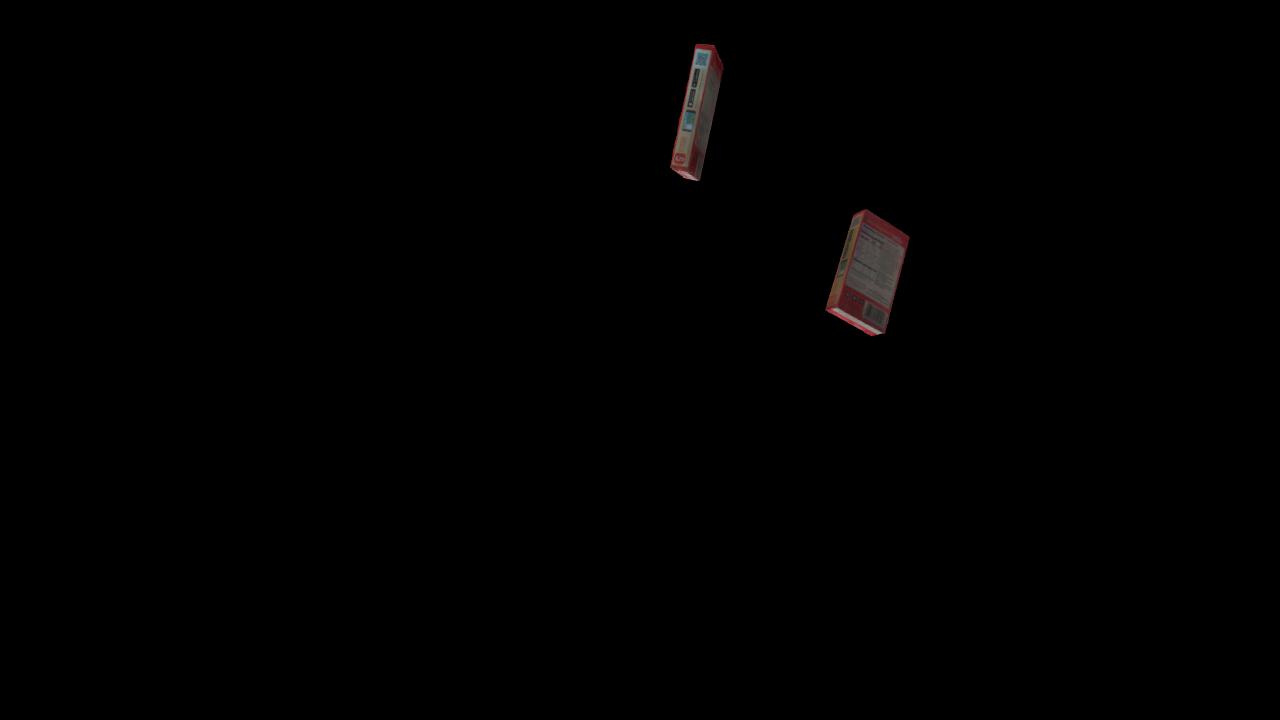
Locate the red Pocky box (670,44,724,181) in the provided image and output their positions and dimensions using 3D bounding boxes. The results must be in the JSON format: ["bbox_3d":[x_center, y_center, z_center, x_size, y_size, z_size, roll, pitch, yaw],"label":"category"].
[{"bbox_3d":[0.076,-0.321,0.811,0.028,0.155,0.083,15,10,15],"label":"red Pocky box"}]

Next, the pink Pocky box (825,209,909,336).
[{"bbox_3d":[0.311,-0.119,0.836,0.084,0.155,0.029,25,-16,-17],"label":"pink Pocky box"}]
